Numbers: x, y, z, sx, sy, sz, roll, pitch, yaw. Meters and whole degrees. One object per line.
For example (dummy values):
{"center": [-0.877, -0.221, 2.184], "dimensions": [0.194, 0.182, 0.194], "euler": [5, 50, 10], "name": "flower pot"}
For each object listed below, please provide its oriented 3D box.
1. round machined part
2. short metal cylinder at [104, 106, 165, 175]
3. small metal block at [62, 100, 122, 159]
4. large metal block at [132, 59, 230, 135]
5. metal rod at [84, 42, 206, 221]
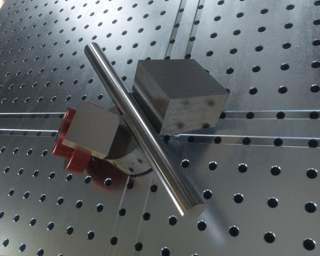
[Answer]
{"center": [-0.113, 0.010, 0.413], "dimensions": [0.097, 0.042, 0.098], "euler": [-52, 27, 40], "name": "round machined part"}
{"center": [-0.040, 0.014, 0.399], "dimensions": [0.080, 0.050, 0.080], "euler": [-13, 56, 21], "name": "short metal cylinder"}
{"center": [-0.079, 0.003, 0.360], "dimensions": [0.025, 0.050, 0.050], "euler": [-34, 35, 61], "name": "small metal block"}
{"center": [0.021, -0.041, 0.373], "dimensions": [0.081, 0.050, 0.080], "euler": [-8, 44, -30], "name": "large metal block"}
{"center": [-0.035, -0.021, 0.370], "dimensions": [0.025, 0.025, 0.300], "euler": [-37, 51, 3], "name": "metal rod"}
